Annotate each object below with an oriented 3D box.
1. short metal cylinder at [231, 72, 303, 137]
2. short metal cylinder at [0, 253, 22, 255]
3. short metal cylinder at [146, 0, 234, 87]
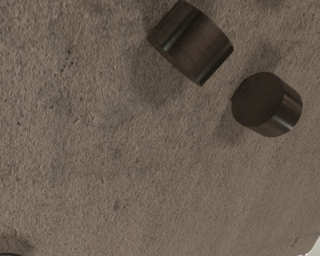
[{"bbox_3d":[0.149,-0.032,0.435,0.050,0.080,0.080,23,106,-37],"label":"short metal cylinder"},{"bbox_3d":[-0.212,0.213,0.407,0.081,0.050,0.079,-14,125,-21],"label":"short metal cylinder"},{"bbox_3d":[0.032,-0.089,0.335,0.050,0.080,0.080,-49,129,6],"label":"short metal cylinder"}]
